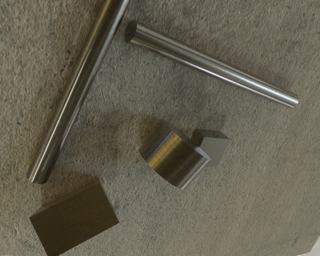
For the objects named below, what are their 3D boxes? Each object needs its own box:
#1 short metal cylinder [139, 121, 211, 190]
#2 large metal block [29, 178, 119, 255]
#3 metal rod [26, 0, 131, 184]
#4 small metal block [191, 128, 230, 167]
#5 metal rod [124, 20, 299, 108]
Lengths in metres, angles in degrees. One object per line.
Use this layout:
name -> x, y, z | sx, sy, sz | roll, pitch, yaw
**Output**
short metal cylinder -> 0.020, 0.034, 0.405 | 0.050, 0.080, 0.080 | -50, 129, 7
large metal block -> -0.099, 0.103, 0.373 | 0.080, 0.080, 0.050 | -26, 90, -13
metal rod -> -0.075, -0.068, 0.324 | 0.025, 0.025, 0.298 | 17, 109, -36
small metal block -> 0.070, 0.031, 0.466 | 0.050, 0.025, 0.050 | 6, 115, -32
metal rod -> 0.090, -0.073, 0.412 | 0.302, 0.025, 0.025 | 14, 111, -34
